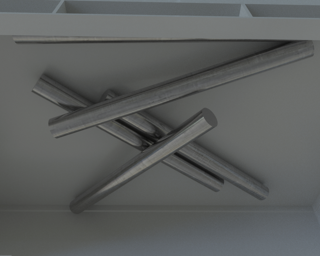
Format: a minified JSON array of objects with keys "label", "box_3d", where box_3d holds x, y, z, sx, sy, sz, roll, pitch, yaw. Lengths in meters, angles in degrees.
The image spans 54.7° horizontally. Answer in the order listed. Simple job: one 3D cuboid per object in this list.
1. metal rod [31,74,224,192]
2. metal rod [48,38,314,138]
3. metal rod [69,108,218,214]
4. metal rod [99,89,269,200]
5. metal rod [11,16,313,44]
[{"label":"metal rod","box_3d":[-0.026,0.018,0.423,0.301,0.025,0.025,31,123,-24]},{"label":"metal rod","box_3d":[0.018,-0.044,0.350,0.301,0.025,0.025,-17,129,6]},{"label":"metal rod","box_3d":[-0.042,0.060,0.432,0.025,0.025,0.299,34,130,-26]},{"label":"metal rod","box_3d":[0.049,0.034,0.438,0.301,0.025,0.025,31,123,-24]},{"label":"metal rod","box_3d":[0.003,-0.101,0.322,0.302,0.025,0.025,-1,130,0]}]
